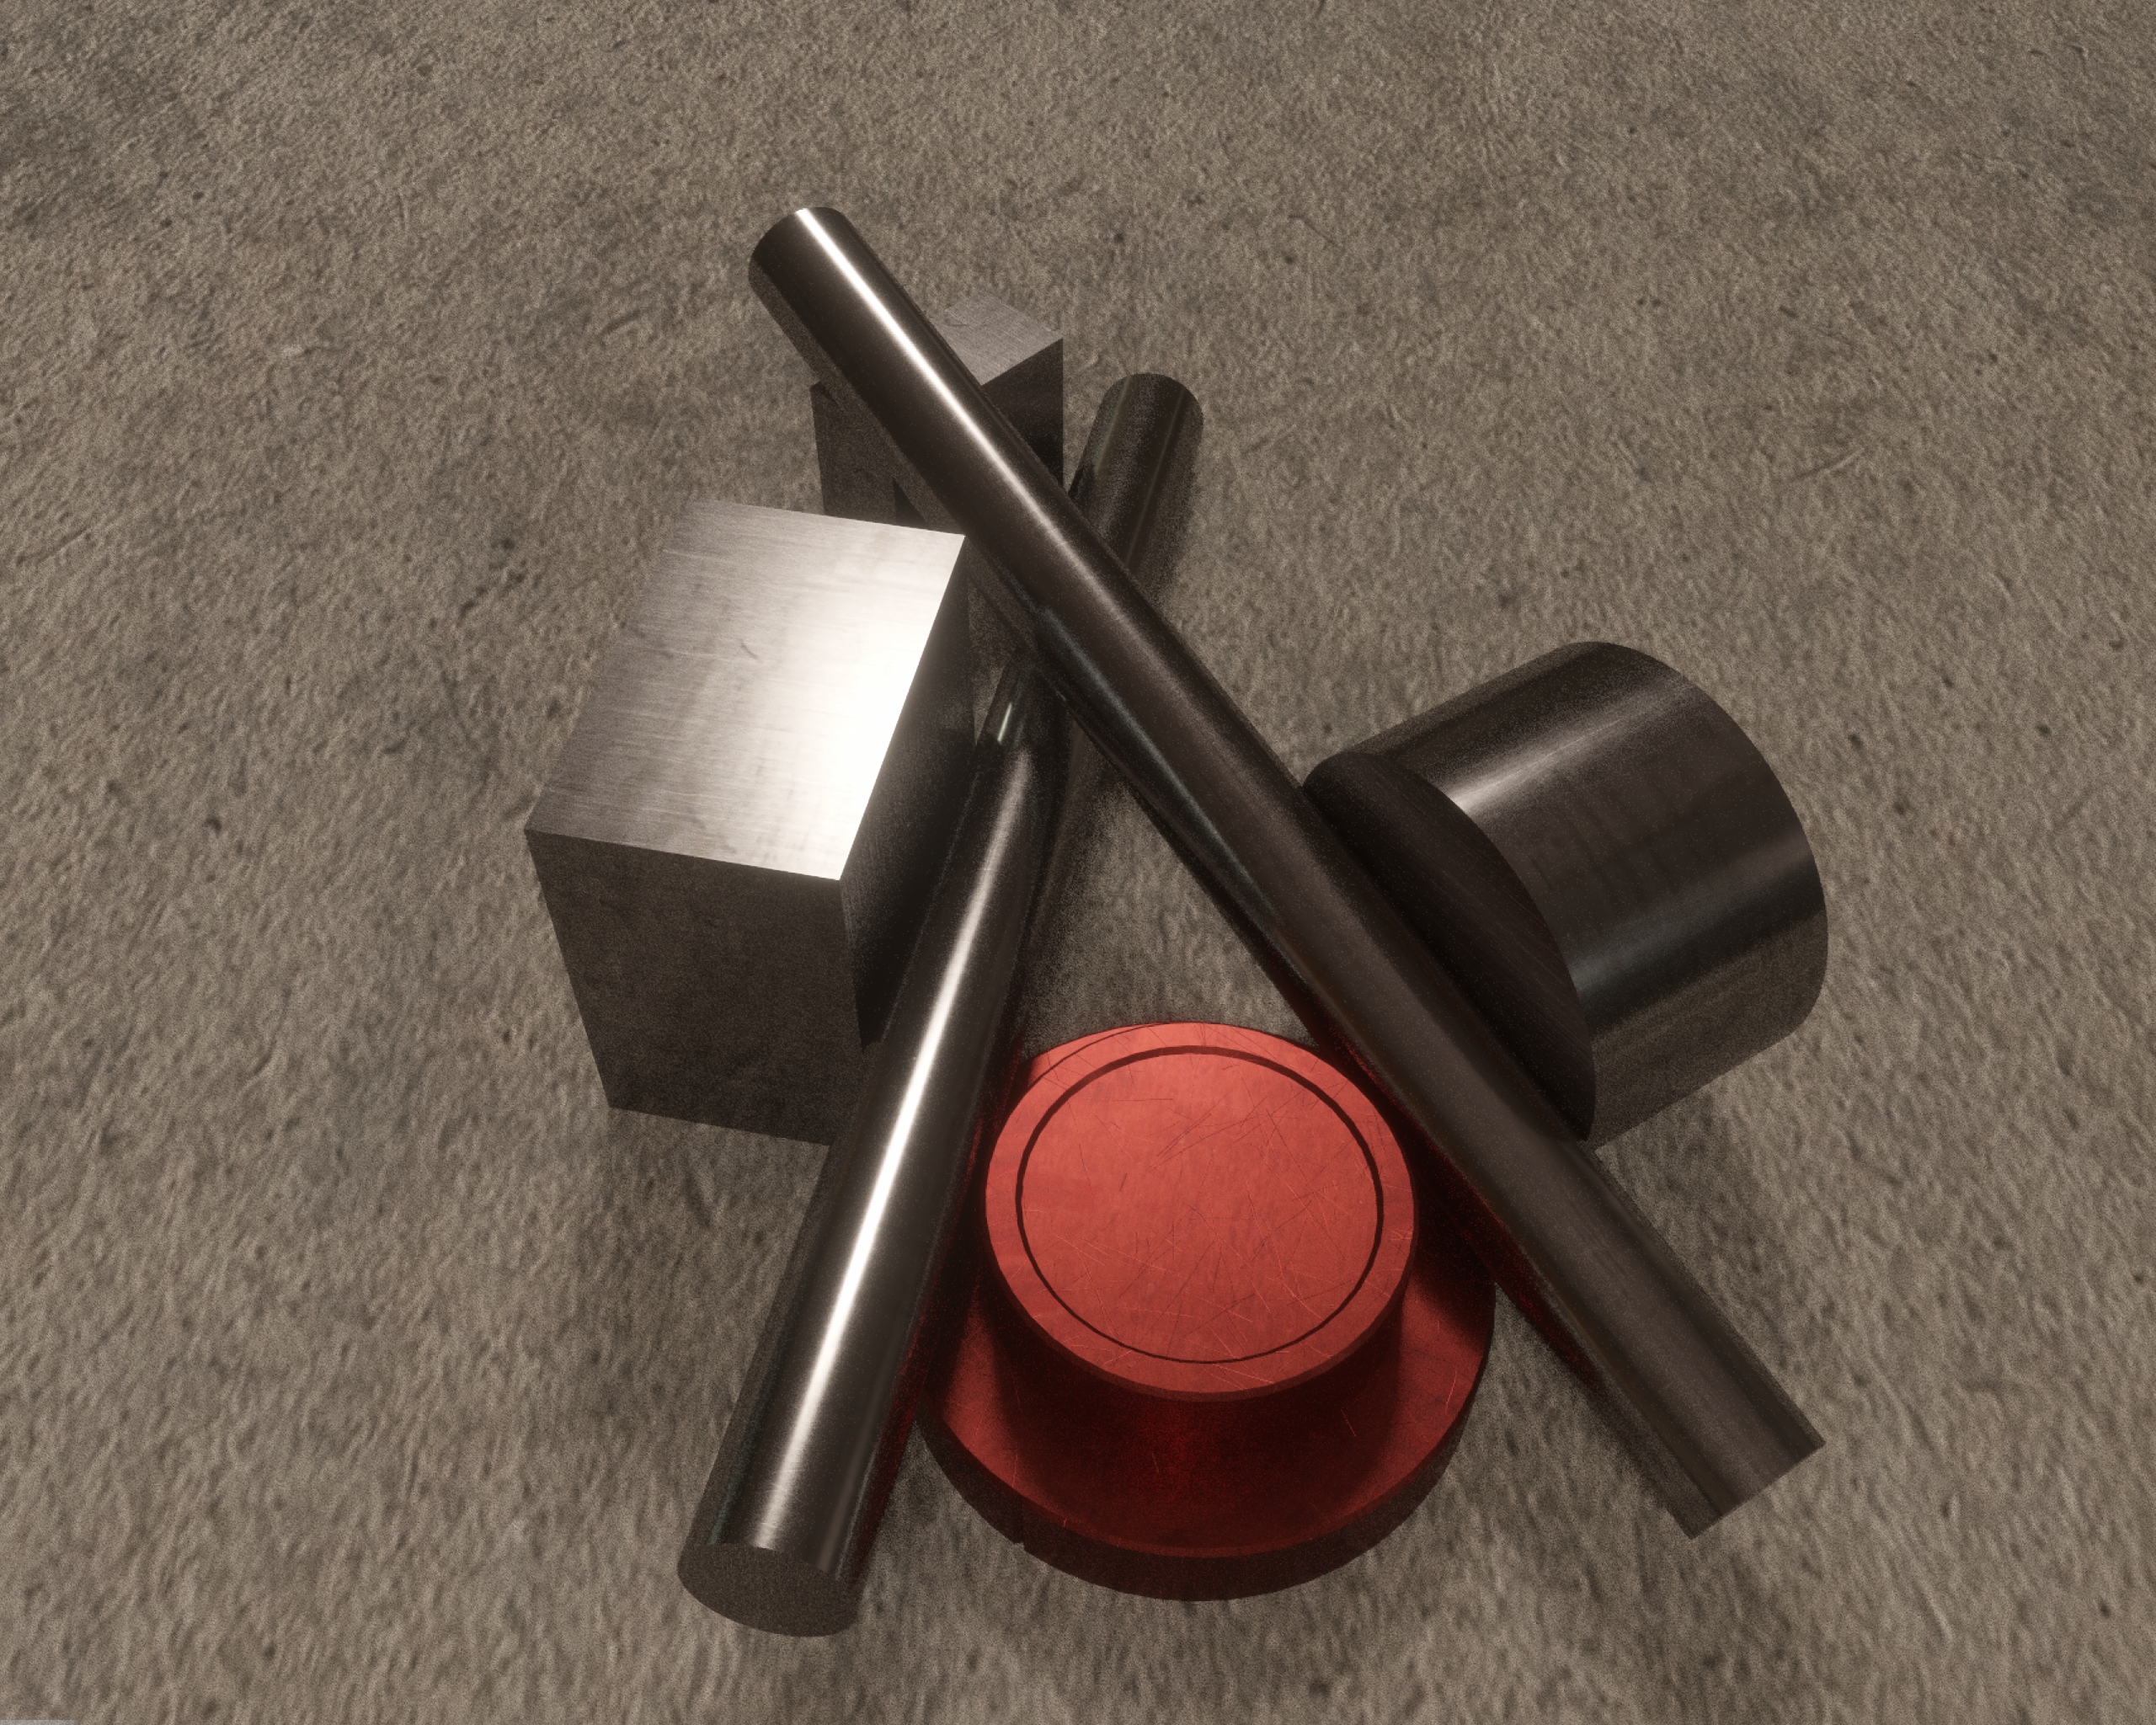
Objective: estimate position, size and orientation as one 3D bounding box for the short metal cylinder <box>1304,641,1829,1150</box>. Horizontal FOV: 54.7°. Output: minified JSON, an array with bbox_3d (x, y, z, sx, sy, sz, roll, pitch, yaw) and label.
[{"bbox_3d":[0.082,0.008,0.364,0.050,0.080,0.080,-26,55,-20],"label":"short metal cylinder"}]

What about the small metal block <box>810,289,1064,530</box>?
[{"bbox_3d":[-0.030,-0.091,0.464,0.025,0.050,0.050,38,59,27],"label":"small metal block"}]

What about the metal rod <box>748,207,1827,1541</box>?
[{"bbox_3d":[0.022,-0.016,0.374,0.025,0.025,0.300,-26,64,-20],"label":"metal rod"}]

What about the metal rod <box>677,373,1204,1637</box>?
[{"bbox_3d":[-0.012,-0.003,0.388,0.025,0.025,0.300,9,44,7],"label":"metal rod"}]

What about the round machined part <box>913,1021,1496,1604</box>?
[{"bbox_3d":[0.019,0.065,0.340,0.099,0.042,0.098,0,50,0],"label":"round machined part"}]

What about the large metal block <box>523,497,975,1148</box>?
[{"bbox_3d":[-0.053,-0.006,0.373,0.050,0.080,0.080,9,51,7],"label":"large metal block"}]
